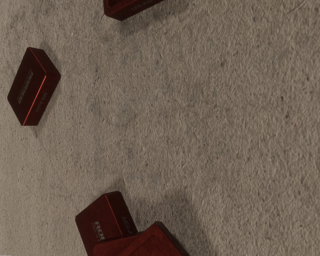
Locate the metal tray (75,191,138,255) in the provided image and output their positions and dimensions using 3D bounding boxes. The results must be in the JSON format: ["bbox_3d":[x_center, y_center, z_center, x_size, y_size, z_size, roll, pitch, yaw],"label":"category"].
[{"bbox_3d":[-0.071,0.171,0.458,0.090,0.030,0.130,-41,65,32],"label":"metal tray"}]

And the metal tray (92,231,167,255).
[{"bbox_3d":[-0.028,0.203,0.393,0.090,0.030,0.129,-13,80,5],"label":"metal tray"}]

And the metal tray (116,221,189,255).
[{"bbox_3d":[-0.023,0.186,0.364,0.130,0.030,0.090,-41,79,0],"label":"metal tray"}]

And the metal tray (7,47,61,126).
[{"bbox_3d":[-0.248,-0.079,0.603,0.090,0.030,0.129,50,119,28],"label":"metal tray"}]

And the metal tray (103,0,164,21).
[{"bbox_3d":[-0.025,-0.212,0.420,0.130,0.030,0.089,-9,84,39],"label":"metal tray"}]
